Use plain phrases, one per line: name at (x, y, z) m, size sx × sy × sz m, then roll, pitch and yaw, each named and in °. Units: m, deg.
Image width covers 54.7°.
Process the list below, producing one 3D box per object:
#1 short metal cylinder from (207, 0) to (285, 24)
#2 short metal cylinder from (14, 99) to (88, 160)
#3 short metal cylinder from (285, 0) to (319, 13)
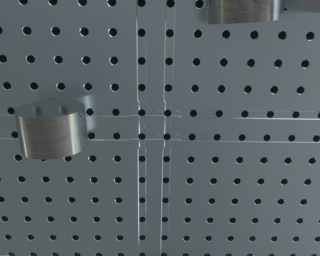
short metal cylinder at (0.091, -0.141, 0.333) m, size 0.081 × 0.080 × 0.050 m, roll -4°, pitch 110°, yaw 1°
short metal cylinder at (-0.132, -0.001, 0.382) m, size 0.081 × 0.080 × 0.050 m, roll -1°, pitch 110°, yaw 0°
short metal cylinder at (0.170, -0.169, 0.340) m, size 0.081 × 0.050 × 0.079 m, roll 0°, pitch 110°, yaw -1°
